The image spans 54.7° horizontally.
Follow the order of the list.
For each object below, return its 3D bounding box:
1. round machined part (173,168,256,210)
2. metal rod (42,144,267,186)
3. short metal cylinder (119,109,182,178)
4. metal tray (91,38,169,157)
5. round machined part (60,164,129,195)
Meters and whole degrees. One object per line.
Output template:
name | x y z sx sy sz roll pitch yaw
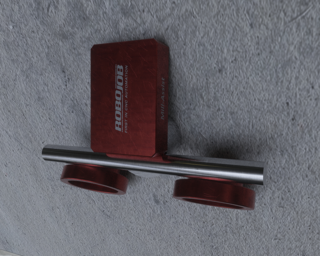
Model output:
round machined part | 0.067 0.072 0.383 0.099 0.042 0.098 9 164 3
metal rod | -0.027 0.041 0.383 0.301 0.025 0.025 2 120 26
short metal cylinder | -0.017 0.019 0.412 0.080 0.050 0.079 13 124 20
metal tray | -0.037 -0.034 0.367 0.090 0.030 0.129 2 93 26
round machined part | -0.095 0.069 0.467 0.099 0.042 0.098 9 159 4
